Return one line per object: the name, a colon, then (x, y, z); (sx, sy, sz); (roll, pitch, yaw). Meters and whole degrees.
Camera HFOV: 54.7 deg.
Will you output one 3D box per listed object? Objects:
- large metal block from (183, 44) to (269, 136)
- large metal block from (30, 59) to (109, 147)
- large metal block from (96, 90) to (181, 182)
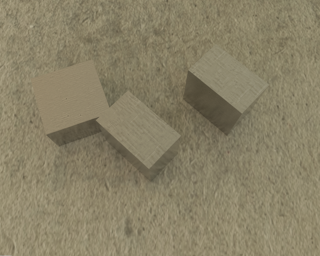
large metal block: (0.079, -0.045, 0.397); (0.080, 0.080, 0.050); (42, 75, 13)
large metal block: (-0.111, -0.032, 0.405); (0.081, 0.050, 0.080); (-20, 71, -7)
large metal block: (-0.024, 0.013, 0.374); (0.080, 0.080, 0.050); (41, 75, 13)
